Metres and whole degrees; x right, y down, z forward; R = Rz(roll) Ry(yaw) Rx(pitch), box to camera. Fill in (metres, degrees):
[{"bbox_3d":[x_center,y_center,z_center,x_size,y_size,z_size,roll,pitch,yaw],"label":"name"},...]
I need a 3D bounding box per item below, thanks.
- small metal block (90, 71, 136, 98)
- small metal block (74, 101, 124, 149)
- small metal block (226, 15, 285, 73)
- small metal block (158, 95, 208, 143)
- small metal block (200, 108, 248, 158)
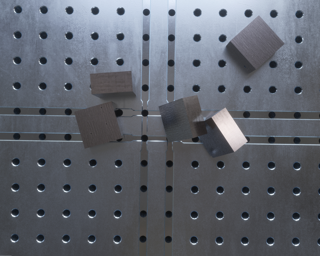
[{"bbox_3d":[-0.059,-0.055,0.400,0.050,0.050,0.025,-4,90,0],"label":"small metal block"},{"bbox_3d":[-0.080,-0.004,0.413,0.050,0.025,0.050,-16,90,0],"label":"small metal block"},{"bbox_3d":[0.126,-0.111,0.414,0.050,0.025,0.050,-42,90,0],"label":"small metal block"},{"bbox_3d":[0.029,-0.011,0.399,0.025,0.050,0.050,-15,90,-37],"label":"small metal block"},{"bbox_3d":[0.076,0.008,0.398,0.025,0.050,0.050,-34,90,-25],"label":"small metal block"}]
